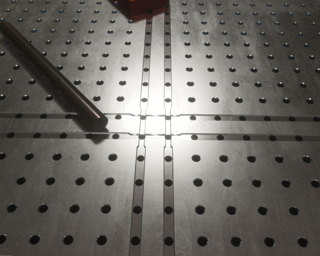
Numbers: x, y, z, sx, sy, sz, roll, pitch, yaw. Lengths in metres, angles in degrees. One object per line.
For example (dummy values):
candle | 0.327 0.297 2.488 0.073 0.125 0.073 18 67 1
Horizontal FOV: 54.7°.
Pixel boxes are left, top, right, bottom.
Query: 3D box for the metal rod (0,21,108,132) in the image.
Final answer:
metal rod | -0.178 -0.092 0.482 0.025 0.025 0.300 -34 58 -25

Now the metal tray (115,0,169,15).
metal tray | -0.052 -0.289 0.646 0.091 0.030 0.130 -26 55 -21
